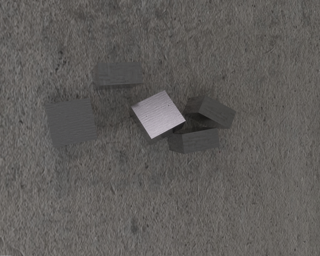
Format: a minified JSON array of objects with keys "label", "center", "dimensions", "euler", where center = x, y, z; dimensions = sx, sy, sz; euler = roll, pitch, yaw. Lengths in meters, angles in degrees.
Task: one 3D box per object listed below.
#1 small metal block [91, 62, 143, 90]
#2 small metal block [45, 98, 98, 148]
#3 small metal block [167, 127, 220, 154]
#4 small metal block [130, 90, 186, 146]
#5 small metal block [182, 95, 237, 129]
[{"label":"small metal block","center":[-0.053,-0.062,0.376],"dimensions":[0.050,0.050,0.025],"euler":[-7,93,-20]},{"label":"small metal block","center":[-0.106,-0.007,0.370],"dimensions":[0.050,0.025,0.050],"euler":[-11,94,-20]},{"label":"small metal block","center":[0.043,0.015,0.411],"dimensions":[0.050,0.050,0.025],"euler":[-10,95,-20]},{"label":"small metal block","center":[-0.004,-0.013,0.397],"dimensions":[0.050,0.025,0.050],"euler":[-28,73,-18]},{"label":"small metal block","center":[0.066,-0.021,0.420],"dimensions":[0.050,0.050,0.025],"euler":[26,82,-18]}]
